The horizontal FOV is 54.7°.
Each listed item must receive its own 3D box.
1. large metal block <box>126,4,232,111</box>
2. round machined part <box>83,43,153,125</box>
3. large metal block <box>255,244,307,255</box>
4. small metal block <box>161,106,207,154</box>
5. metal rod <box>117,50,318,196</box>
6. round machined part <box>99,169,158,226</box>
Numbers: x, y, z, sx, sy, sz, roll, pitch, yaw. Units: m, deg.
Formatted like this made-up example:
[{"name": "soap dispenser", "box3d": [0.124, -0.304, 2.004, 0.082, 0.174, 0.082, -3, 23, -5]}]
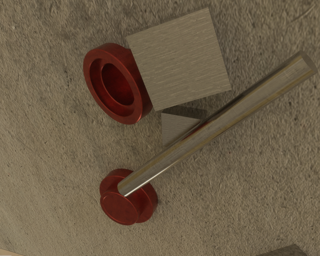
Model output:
[{"name": "large metal block", "box3d": [0.022, -0.072, 0.320, 0.080, 0.050, 0.080, -15, 112, 15]}, {"name": "round machined part", "box3d": [-0.044, -0.056, 0.372, 0.098, 0.042, 0.097, 29, 140, 28]}, {"name": "large metal block", "box3d": [0.179, 0.219, 0.432, 0.080, 0.050, 0.080, 46, 129, -5]}, {"name": "small metal block", "box3d": [0.031, 0.001, 0.391, 0.050, 0.025, 0.050, 11, 123, 22]}, {"name": "metal rod", "box3d": [0.039, 0.015, 0.363, 0.025, 0.025, 0.299, 47, 129, -5]}, {"name": "round machined part", "box3d": [-0.056, 0.117, 0.498, 0.098, 0.042, 0.097, 13, 124, 21]}]
